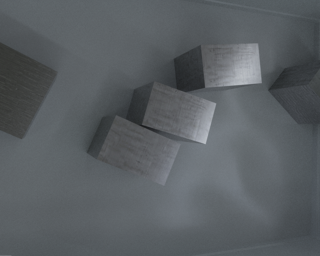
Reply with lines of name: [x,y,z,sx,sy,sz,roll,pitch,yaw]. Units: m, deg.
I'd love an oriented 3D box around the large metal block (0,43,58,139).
large metal block: [-0.168,-0.042,0.335,0.080,0.050,0.080,27,81,-18]

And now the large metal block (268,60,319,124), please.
large metal block: [0.229,-0.051,0.468,0.080,0.080,0.050,43,76,-15]

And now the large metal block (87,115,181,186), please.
large metal block: [-0.034,0.025,0.369,0.080,0.080,0.050,25,82,-19]

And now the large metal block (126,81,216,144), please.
large metal block: [0.010,-0.016,0.386,0.081,0.080,0.050,17,84,-20]

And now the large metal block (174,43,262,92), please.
large metal block: [0.073,-0.076,0.410,0.081,0.080,0.050,-7,93,-20]
